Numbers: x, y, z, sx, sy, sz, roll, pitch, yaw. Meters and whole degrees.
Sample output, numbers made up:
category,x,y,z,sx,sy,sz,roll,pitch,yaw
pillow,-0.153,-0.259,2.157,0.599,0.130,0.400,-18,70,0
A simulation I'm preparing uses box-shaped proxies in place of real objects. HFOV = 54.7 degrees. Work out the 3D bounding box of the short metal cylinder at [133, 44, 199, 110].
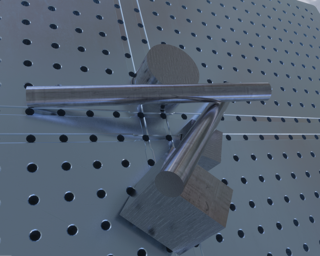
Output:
category,x,y,z,sx,sy,sz,roll,pitch,yaw
short metal cylinder,0.009,-0.072,0.442,0.081,0.050,0.080,14,56,-21

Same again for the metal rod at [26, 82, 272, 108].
category,x,y,z,sx,sy,sz,roll,pitch,yaw
metal rod,-0.003,-0.042,0.386,0.302,0.025,0.025,-3,62,-13

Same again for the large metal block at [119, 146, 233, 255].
category,x,y,z,sx,sy,sz,roll,pitch,yaw
large metal block,0.017,0.079,0.330,0.080,0.080,0.050,36,40,-5

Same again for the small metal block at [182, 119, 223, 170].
category,x,y,z,sx,sy,sz,roll,pitch,yaw
small metal block,0.057,0.023,0.427,0.050,0.025,0.050,23,53,-15

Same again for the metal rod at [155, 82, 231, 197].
category,x,y,z,sx,sy,sz,roll,pitch,yaw
metal rod,0.060,-0.009,0.383,0.025,0.025,0.301,43,30,1
